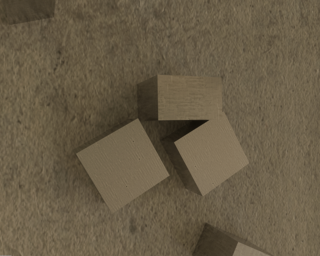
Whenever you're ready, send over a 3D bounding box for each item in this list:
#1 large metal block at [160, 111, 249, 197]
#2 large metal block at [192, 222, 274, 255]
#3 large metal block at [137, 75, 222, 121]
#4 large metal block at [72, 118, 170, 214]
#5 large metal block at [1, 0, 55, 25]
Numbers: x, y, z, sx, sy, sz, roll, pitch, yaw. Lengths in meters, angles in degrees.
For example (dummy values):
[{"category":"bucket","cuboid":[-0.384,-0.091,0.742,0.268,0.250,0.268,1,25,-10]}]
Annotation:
[{"category":"large metal block","cuboid":[0.060,0.032,0.419,0.080,0.050,0.080,-31,101,-18]},{"category":"large metal block","cuboid":[0.104,0.177,0.420,0.080,0.080,0.050,28,81,-18]},{"category":"large metal block","cuboid":[0.022,-0.034,0.389,0.081,0.080,0.050,-1,91,-20]},{"category":"large metal block","cuboid":[-0.048,0.043,0.379,0.080,0.050,0.080,-31,101,-18]},{"category":"large metal block","cuboid":[-0.148,-0.164,0.325,0.050,0.080,0.080,-19,97,-19]}]
